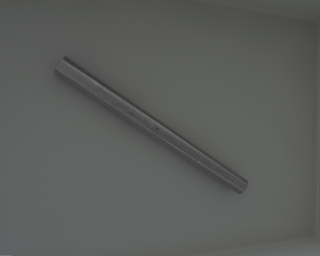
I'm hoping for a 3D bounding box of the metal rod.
[{"bbox_3d":[0.001,0.005,0.410,0.301,0.025,0.025,34,79,-17],"label":"metal rod"}]
